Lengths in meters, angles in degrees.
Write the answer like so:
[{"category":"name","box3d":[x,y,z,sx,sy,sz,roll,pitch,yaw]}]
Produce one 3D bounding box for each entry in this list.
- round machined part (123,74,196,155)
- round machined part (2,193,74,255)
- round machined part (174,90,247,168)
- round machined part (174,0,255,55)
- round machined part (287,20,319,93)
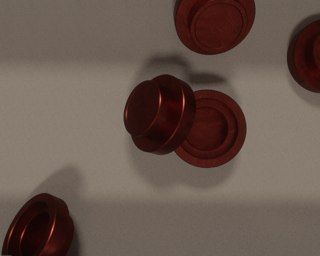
[{"category":"round machined part","box3d":[-0.007,-0.019,0.373,0.042,0.098,0.097,19,90,-39]},{"category":"round machined part","box3d":[-0.145,0.134,0.383,0.098,0.098,0.042,-50,129,0]},{"category":"round machined part","box3d":[0.058,0.001,0.404,0.099,0.042,0.097,0,90,-1]},{"category":"round machined part","box3d":[0.067,-0.132,0.377,0.099,0.042,0.097,-3,133,-3]},{"category":"round machined part","box3d":[0.224,-0.096,0.406,0.099,0.042,0.097,0,90,-1]}]
